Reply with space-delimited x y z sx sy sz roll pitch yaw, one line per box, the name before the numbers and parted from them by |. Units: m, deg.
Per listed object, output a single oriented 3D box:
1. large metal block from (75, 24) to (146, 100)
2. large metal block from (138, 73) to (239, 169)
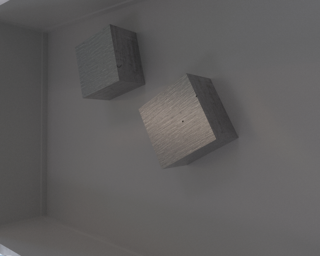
large metal block | -0.074 -0.091 0.452 0.080 0.050 0.080 -17 79 38
large metal block | 0.031 -0.006 0.365 0.080 0.050 0.080 -34 69 35
